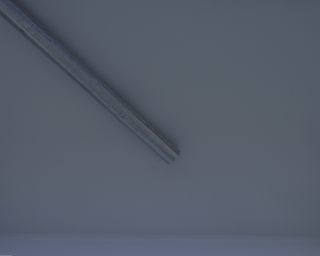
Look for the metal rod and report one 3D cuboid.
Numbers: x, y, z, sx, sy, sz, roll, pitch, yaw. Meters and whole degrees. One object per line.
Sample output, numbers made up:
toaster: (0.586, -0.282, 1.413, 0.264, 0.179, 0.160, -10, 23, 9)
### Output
metal rod: (-0.088, -0.058, 0.389, 0.300, 0.025, 0.025, 43, 105, -14)
